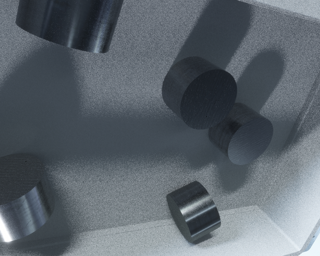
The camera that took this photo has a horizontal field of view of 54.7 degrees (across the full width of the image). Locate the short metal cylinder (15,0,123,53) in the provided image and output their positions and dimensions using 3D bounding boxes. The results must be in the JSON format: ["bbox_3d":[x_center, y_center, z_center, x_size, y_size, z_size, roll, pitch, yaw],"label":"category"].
[{"bbox_3d":[-0.077,-0.104,0.268,0.081,0.080,0.050,8,114,-32],"label":"short metal cylinder"}]

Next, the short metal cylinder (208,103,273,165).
[{"bbox_3d":[0.121,0.008,0.466,0.081,0.050,0.079,-14,125,-21],"label":"short metal cylinder"}]

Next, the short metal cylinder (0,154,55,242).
[{"bbox_3d":[-0.160,0.072,0.331,0.081,0.080,0.050,-16,125,-20],"label":"short metal cylinder"}]

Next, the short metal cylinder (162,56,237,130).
[{"bbox_3d":[0.050,-0.045,0.394,0.081,0.050,0.079,-14,125,-21],"label":"short metal cylinder"}]

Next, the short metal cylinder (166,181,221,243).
[{"bbox_3d":[0.051,0.130,0.483,0.050,0.080,0.080,-23,127,-15],"label":"short metal cylinder"}]
